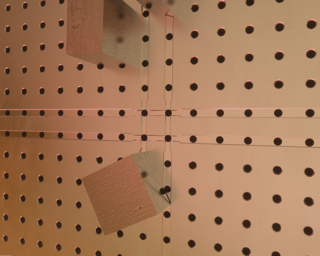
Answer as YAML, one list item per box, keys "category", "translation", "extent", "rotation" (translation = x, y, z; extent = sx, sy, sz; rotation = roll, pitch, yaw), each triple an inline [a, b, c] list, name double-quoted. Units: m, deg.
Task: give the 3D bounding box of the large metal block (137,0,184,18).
- category: "large metal block"
  translation: [0.002, -0.194, 0.382]
  extent: [0.050, 0.080, 0.080]
  rotation: [23, 98, 18]

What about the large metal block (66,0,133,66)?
- category: "large metal block"
  translation: [-0.077, -0.130, 0.409]
  extent: [0.050, 0.080, 0.079]
  rotation: [2, 91, 20]

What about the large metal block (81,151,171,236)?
- category: "large metal block"
  translation: [-0.045, 0.085, 0.414]
  extent: [0.080, 0.050, 0.080]
  rotation: [-27, 81, 17]
